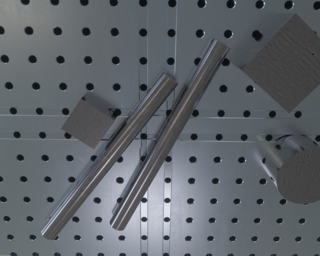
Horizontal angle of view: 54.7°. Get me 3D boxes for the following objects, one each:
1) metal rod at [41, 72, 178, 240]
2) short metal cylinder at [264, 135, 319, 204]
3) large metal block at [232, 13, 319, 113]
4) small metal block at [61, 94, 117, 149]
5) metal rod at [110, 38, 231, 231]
[{"bbox_3d":[-0.078,0.048,0.430,0.025,0.025,0.299,36,106,-12],"label":"metal rod"},{"bbox_3d":[0.190,0.055,0.422,0.081,0.050,0.079,0,110,0],"label":"short metal cylinder"},{"bbox_3d":[0.149,-0.079,0.372,0.080,0.050,0.080,39,105,-13],"label":"large metal block"},{"bbox_3d":[-0.093,-0.008,0.409,0.050,0.025,0.050,34,106,-12],"label":"small metal block"},{"bbox_3d":[0.005,0.021,0.421,0.025,0.025,0.298,26,108,-10],"label":"metal rod"}]
